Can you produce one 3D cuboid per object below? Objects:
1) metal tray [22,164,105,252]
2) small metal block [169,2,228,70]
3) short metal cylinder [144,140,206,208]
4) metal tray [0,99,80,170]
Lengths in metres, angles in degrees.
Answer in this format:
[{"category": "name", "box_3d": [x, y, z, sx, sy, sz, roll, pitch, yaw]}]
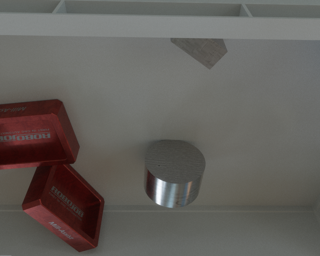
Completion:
[{"category": "metal tray", "box_3d": [-0.135, 0.112, 0.459, 0.030, 0.090, 0.130, -21, 127, 16]}, {"category": "small metal block", "box_3d": [0.038, -0.094, 0.314, 0.050, 0.050, 0.025, 30, 124, -23]}, {"category": "short metal cylinder", "box_3d": [0.019, 0.061, 0.426, 0.081, 0.080, 0.050, 3, 130, -3]}, {"category": "metal tray", "box_3d": [-0.185, 0.012, 0.412, 0.131, 0.030, 0.089, -5, 130, 3]}]
